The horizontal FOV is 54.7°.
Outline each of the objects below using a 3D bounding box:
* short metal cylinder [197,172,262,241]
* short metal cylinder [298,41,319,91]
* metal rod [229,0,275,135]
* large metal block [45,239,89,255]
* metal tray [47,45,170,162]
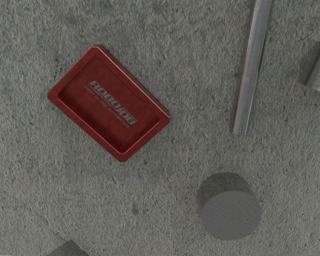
[{"bbox_3d":[0.096,0.110,0.438,0.081,0.050,0.079,0,110,0],"label":"short metal cylinder"},{"bbox_3d":[0.211,-0.064,0.359,0.080,0.080,0.050,15,110,-6],"label":"short metal cylinder"},{"bbox_3d":[0.118,-0.134,0.361,0.025,0.025,0.298,5,110,-2],"label":"metal rod"},{"bbox_3d":[-0.148,0.235,0.482,0.080,0.050,0.080,-36,107,12],"label":"large metal block"},{"bbox_3d":[-0.062,-0.029,0.395,0.090,0.030,0.130,-42,105,14],"label":"metal tray"}]
